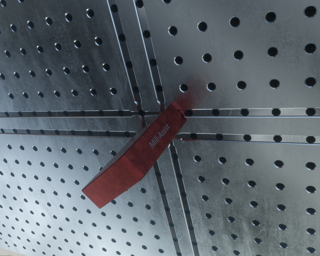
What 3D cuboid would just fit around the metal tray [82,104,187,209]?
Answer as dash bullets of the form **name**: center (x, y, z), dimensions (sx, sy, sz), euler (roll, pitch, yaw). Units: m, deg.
- **metal tray**: center (-0.027, 0.030, 0.375), dimensions (0.030, 0.131, 0.090), euler (47, 129, -4)
